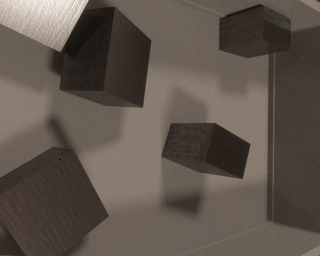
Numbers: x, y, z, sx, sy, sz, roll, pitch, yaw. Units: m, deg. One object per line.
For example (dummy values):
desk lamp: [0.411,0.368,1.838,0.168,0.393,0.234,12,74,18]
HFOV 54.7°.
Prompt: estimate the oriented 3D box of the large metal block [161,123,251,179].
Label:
large metal block: [0.063,0.031,0.426,0.080,0.080,0.050,27,73,-37]

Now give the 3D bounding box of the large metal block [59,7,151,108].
large metal block: [-0.053,-0.069,0.327,0.080,0.050,0.080,19,77,-66]

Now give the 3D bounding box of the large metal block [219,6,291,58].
large metal block: [0.154,-0.151,0.502,0.081,0.080,0.050,2,89,-40]

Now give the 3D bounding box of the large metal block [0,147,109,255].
large metal block: [-0.110,0.074,0.300,0.081,0.050,0.080,-36,112,-35]

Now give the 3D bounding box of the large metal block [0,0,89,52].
large metal block: [-0.112,-0.128,0.274,0.080,0.050,0.080,22,109,-38]
